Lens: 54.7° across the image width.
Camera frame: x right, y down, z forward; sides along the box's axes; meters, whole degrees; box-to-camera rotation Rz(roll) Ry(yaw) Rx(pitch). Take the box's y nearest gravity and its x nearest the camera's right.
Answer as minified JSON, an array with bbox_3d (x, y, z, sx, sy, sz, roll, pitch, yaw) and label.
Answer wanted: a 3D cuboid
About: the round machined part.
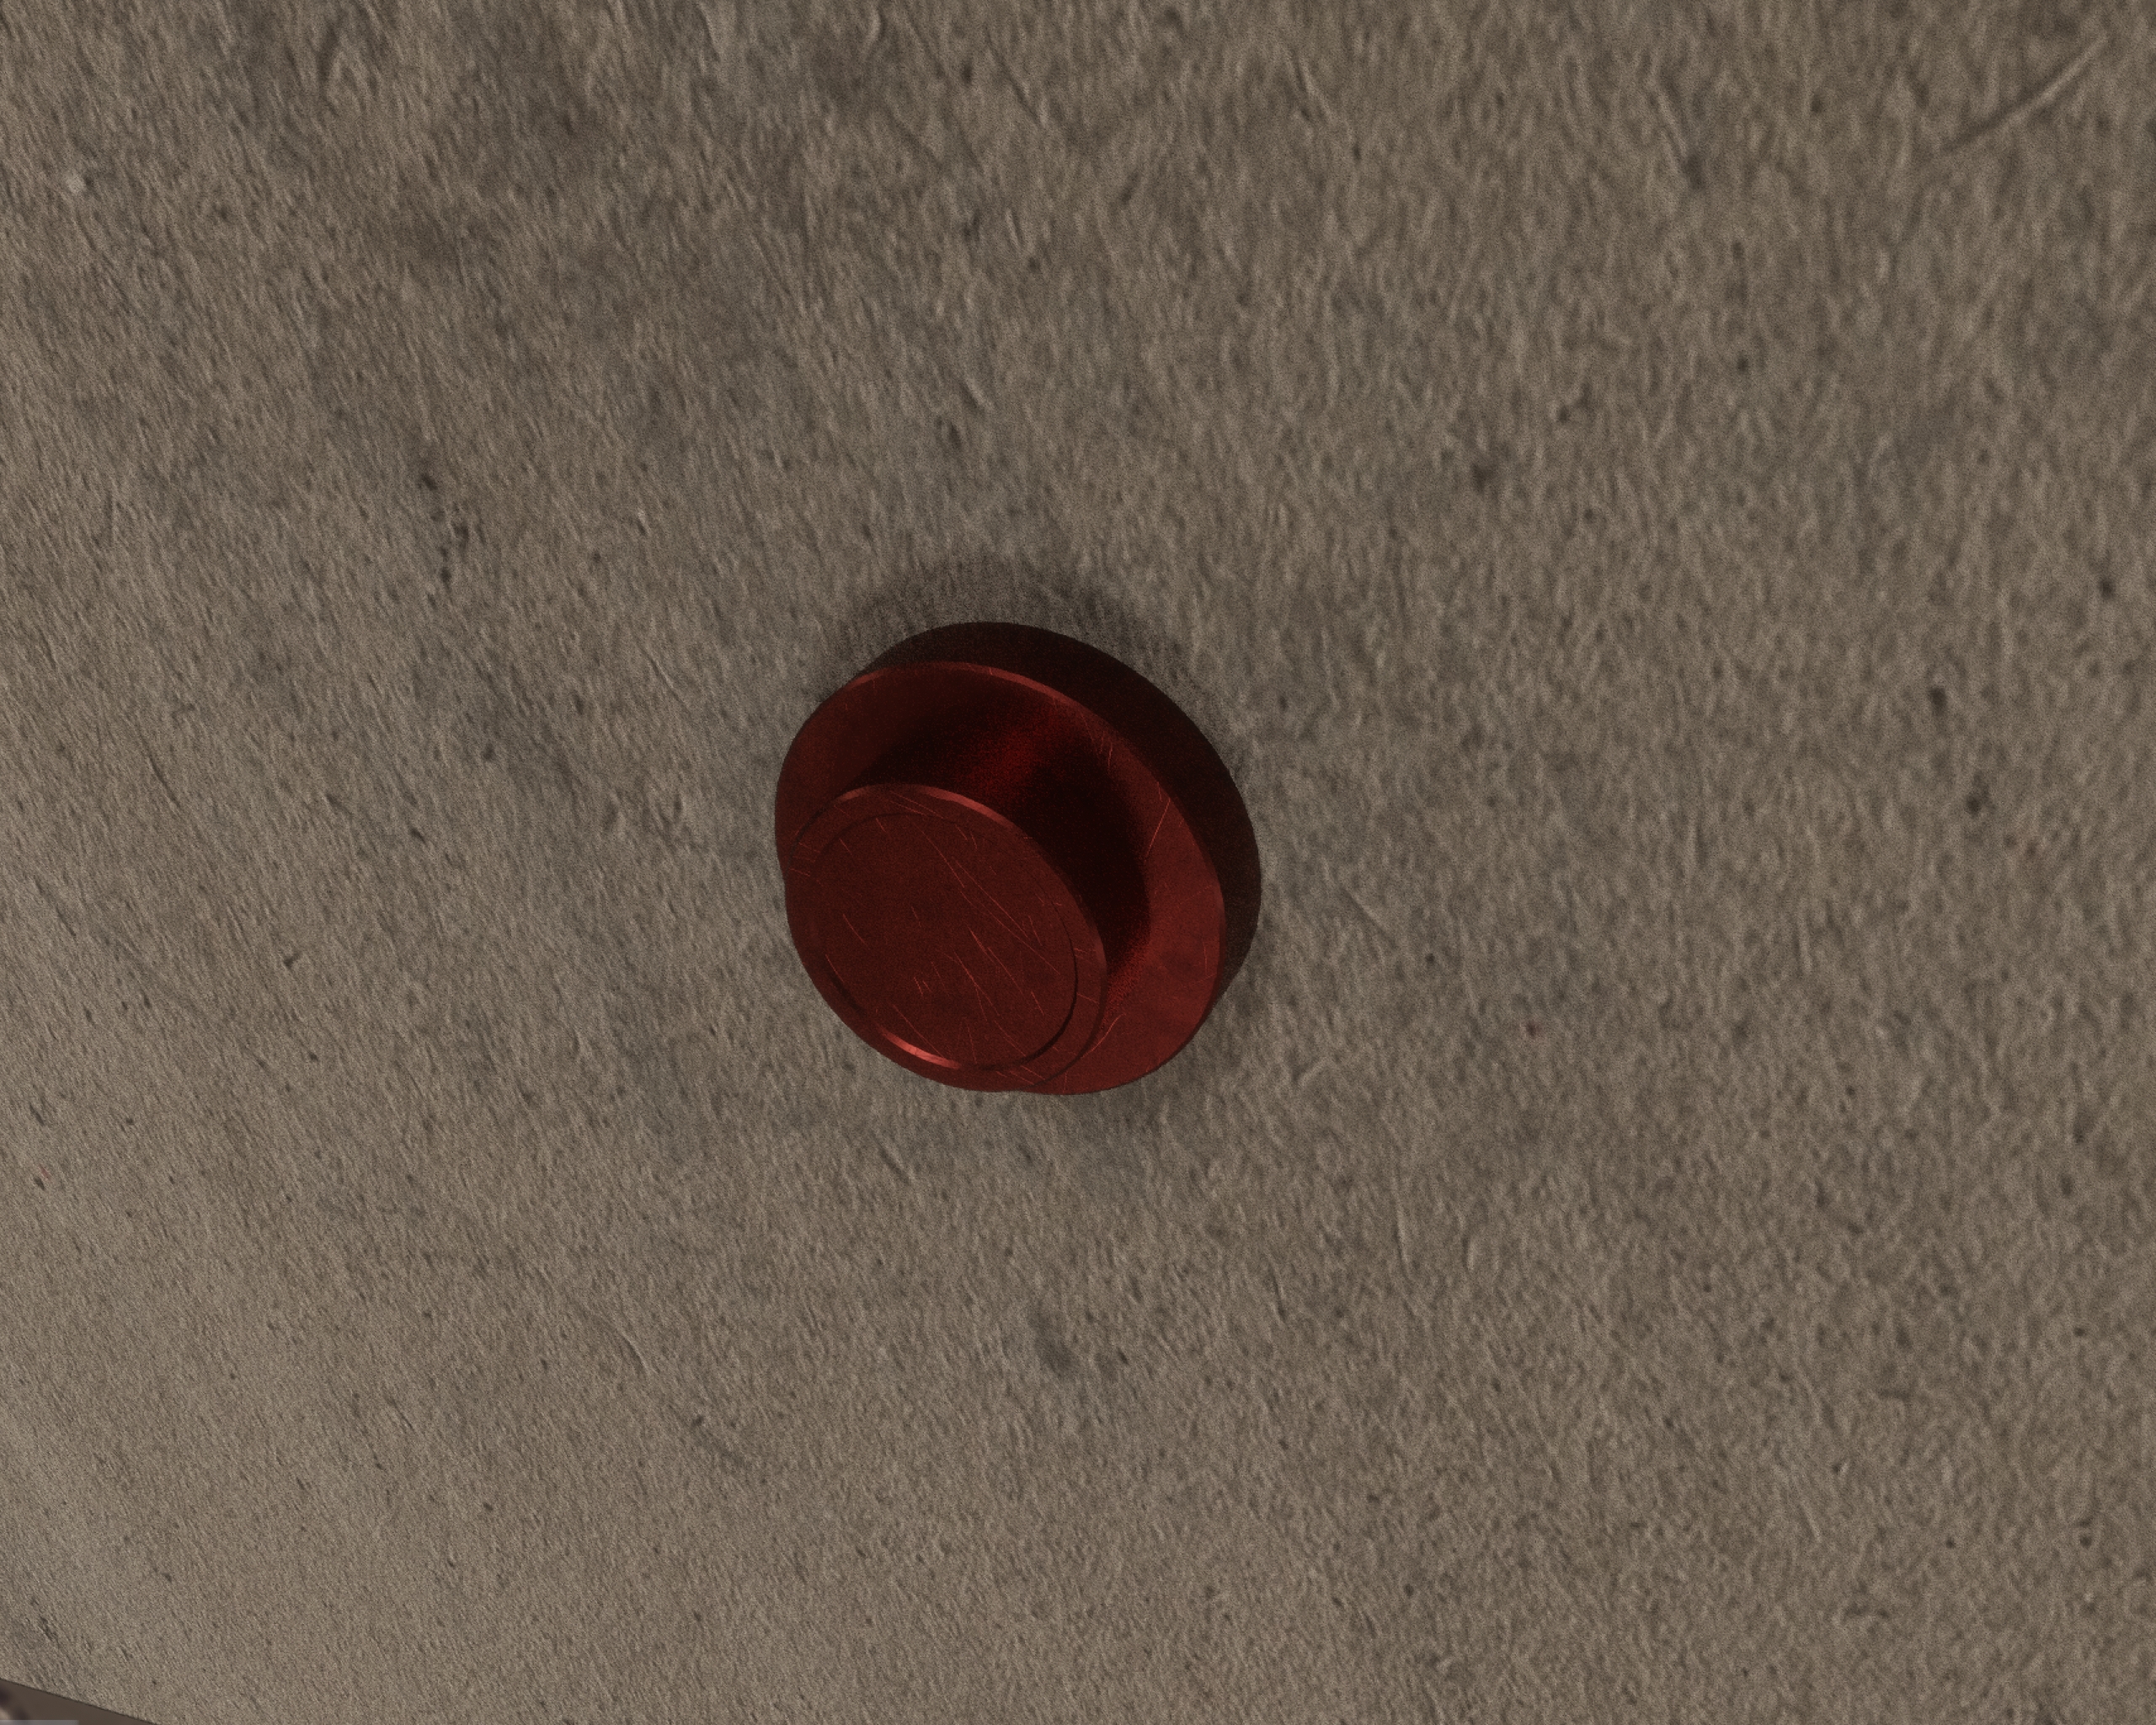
[{"bbox_3d":[-0.018,0.006,0.408,0.098,0.042,0.097,13,124,20],"label":"round machined part"}]
